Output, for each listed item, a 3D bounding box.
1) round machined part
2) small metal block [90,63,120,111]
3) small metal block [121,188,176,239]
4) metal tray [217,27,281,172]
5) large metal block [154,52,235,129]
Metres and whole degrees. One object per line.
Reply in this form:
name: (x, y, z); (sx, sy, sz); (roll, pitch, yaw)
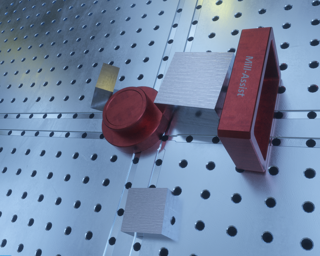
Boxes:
round machined part: (-0.040, -0.018, 0.428); (0.098, 0.042, 0.098); (-13, 56, 21)
small metal block: (-0.082, -0.060, 0.464); (0.025, 0.050, 0.050); (16, 53, -11)
small metal block: (-0.013, 0.097, 0.354); (0.050, 0.025, 0.050); (-5, 59, 25)
metal tray: (0.100, -0.029, 0.331); (0.030, 0.090, 0.130); (4, 64, 30)
large metal block: (0.050, -0.049, 0.395); (0.080, 0.050, 0.080); (9, 66, 31)
